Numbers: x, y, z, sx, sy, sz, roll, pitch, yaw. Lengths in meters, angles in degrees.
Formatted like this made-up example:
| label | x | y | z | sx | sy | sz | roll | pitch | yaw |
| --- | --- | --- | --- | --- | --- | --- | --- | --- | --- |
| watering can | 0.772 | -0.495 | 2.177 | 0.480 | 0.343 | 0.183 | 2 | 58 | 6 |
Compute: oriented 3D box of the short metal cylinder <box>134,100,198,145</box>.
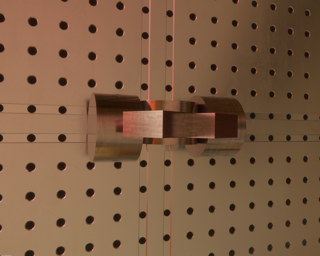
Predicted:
| label | x | y | z | sx | sy | sz | roll | pitch | yaw |
| --- | --- | --- | --- | --- | --- | --- | --- | --- | --- |
| short metal cylinder | 0.007 | -0.006 | 0.386 | 0.081 | 0.080 | 0.050 | 1 | 90 | -20 |

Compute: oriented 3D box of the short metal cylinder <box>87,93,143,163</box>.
| label | x | y | z | sx | sy | sz | roll | pitch | yaw |
| --- | --- | --- | --- | --- | --- | --- | --- | --- | --- |
| short metal cylinder | -0.055 | 0.000 | 0.363 | 0.050 | 0.080 | 0.080 | 1 | 90 | -20 |

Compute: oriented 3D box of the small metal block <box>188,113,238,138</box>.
| label | x | y | z | sx | sy | sz | roll | pitch | yaw |
| --- | --- | --- | --- | --- | --- | --- | --- | --- | --- |
| small metal block | 0.050 | -0.002 | 0.336 | 0.050 | 0.050 | 0.025 | 1 | 90 | -51 |

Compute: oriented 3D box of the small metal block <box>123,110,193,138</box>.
| label | x | y | z | sx | sy | sz | roll | pitch | yaw |
| --- | --- | --- | --- | --- | --- | --- | --- | --- | --- |
| small metal block | -0.001 | -0.004 | 0.312 | 0.050 | 0.050 | 0.025 | 1 | 90 | -52 |

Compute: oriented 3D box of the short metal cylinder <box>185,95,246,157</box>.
| label | x | y | z | sx | sy | sz | roll | pitch | yaw |
| --- | --- | --- | --- | --- | --- | --- | --- | --- | --- |
| short metal cylinder | 0.068 | -0.002 | 0.408 | 0.050 | 0.080 | 0.079 | 1 | 90 | -19 |
